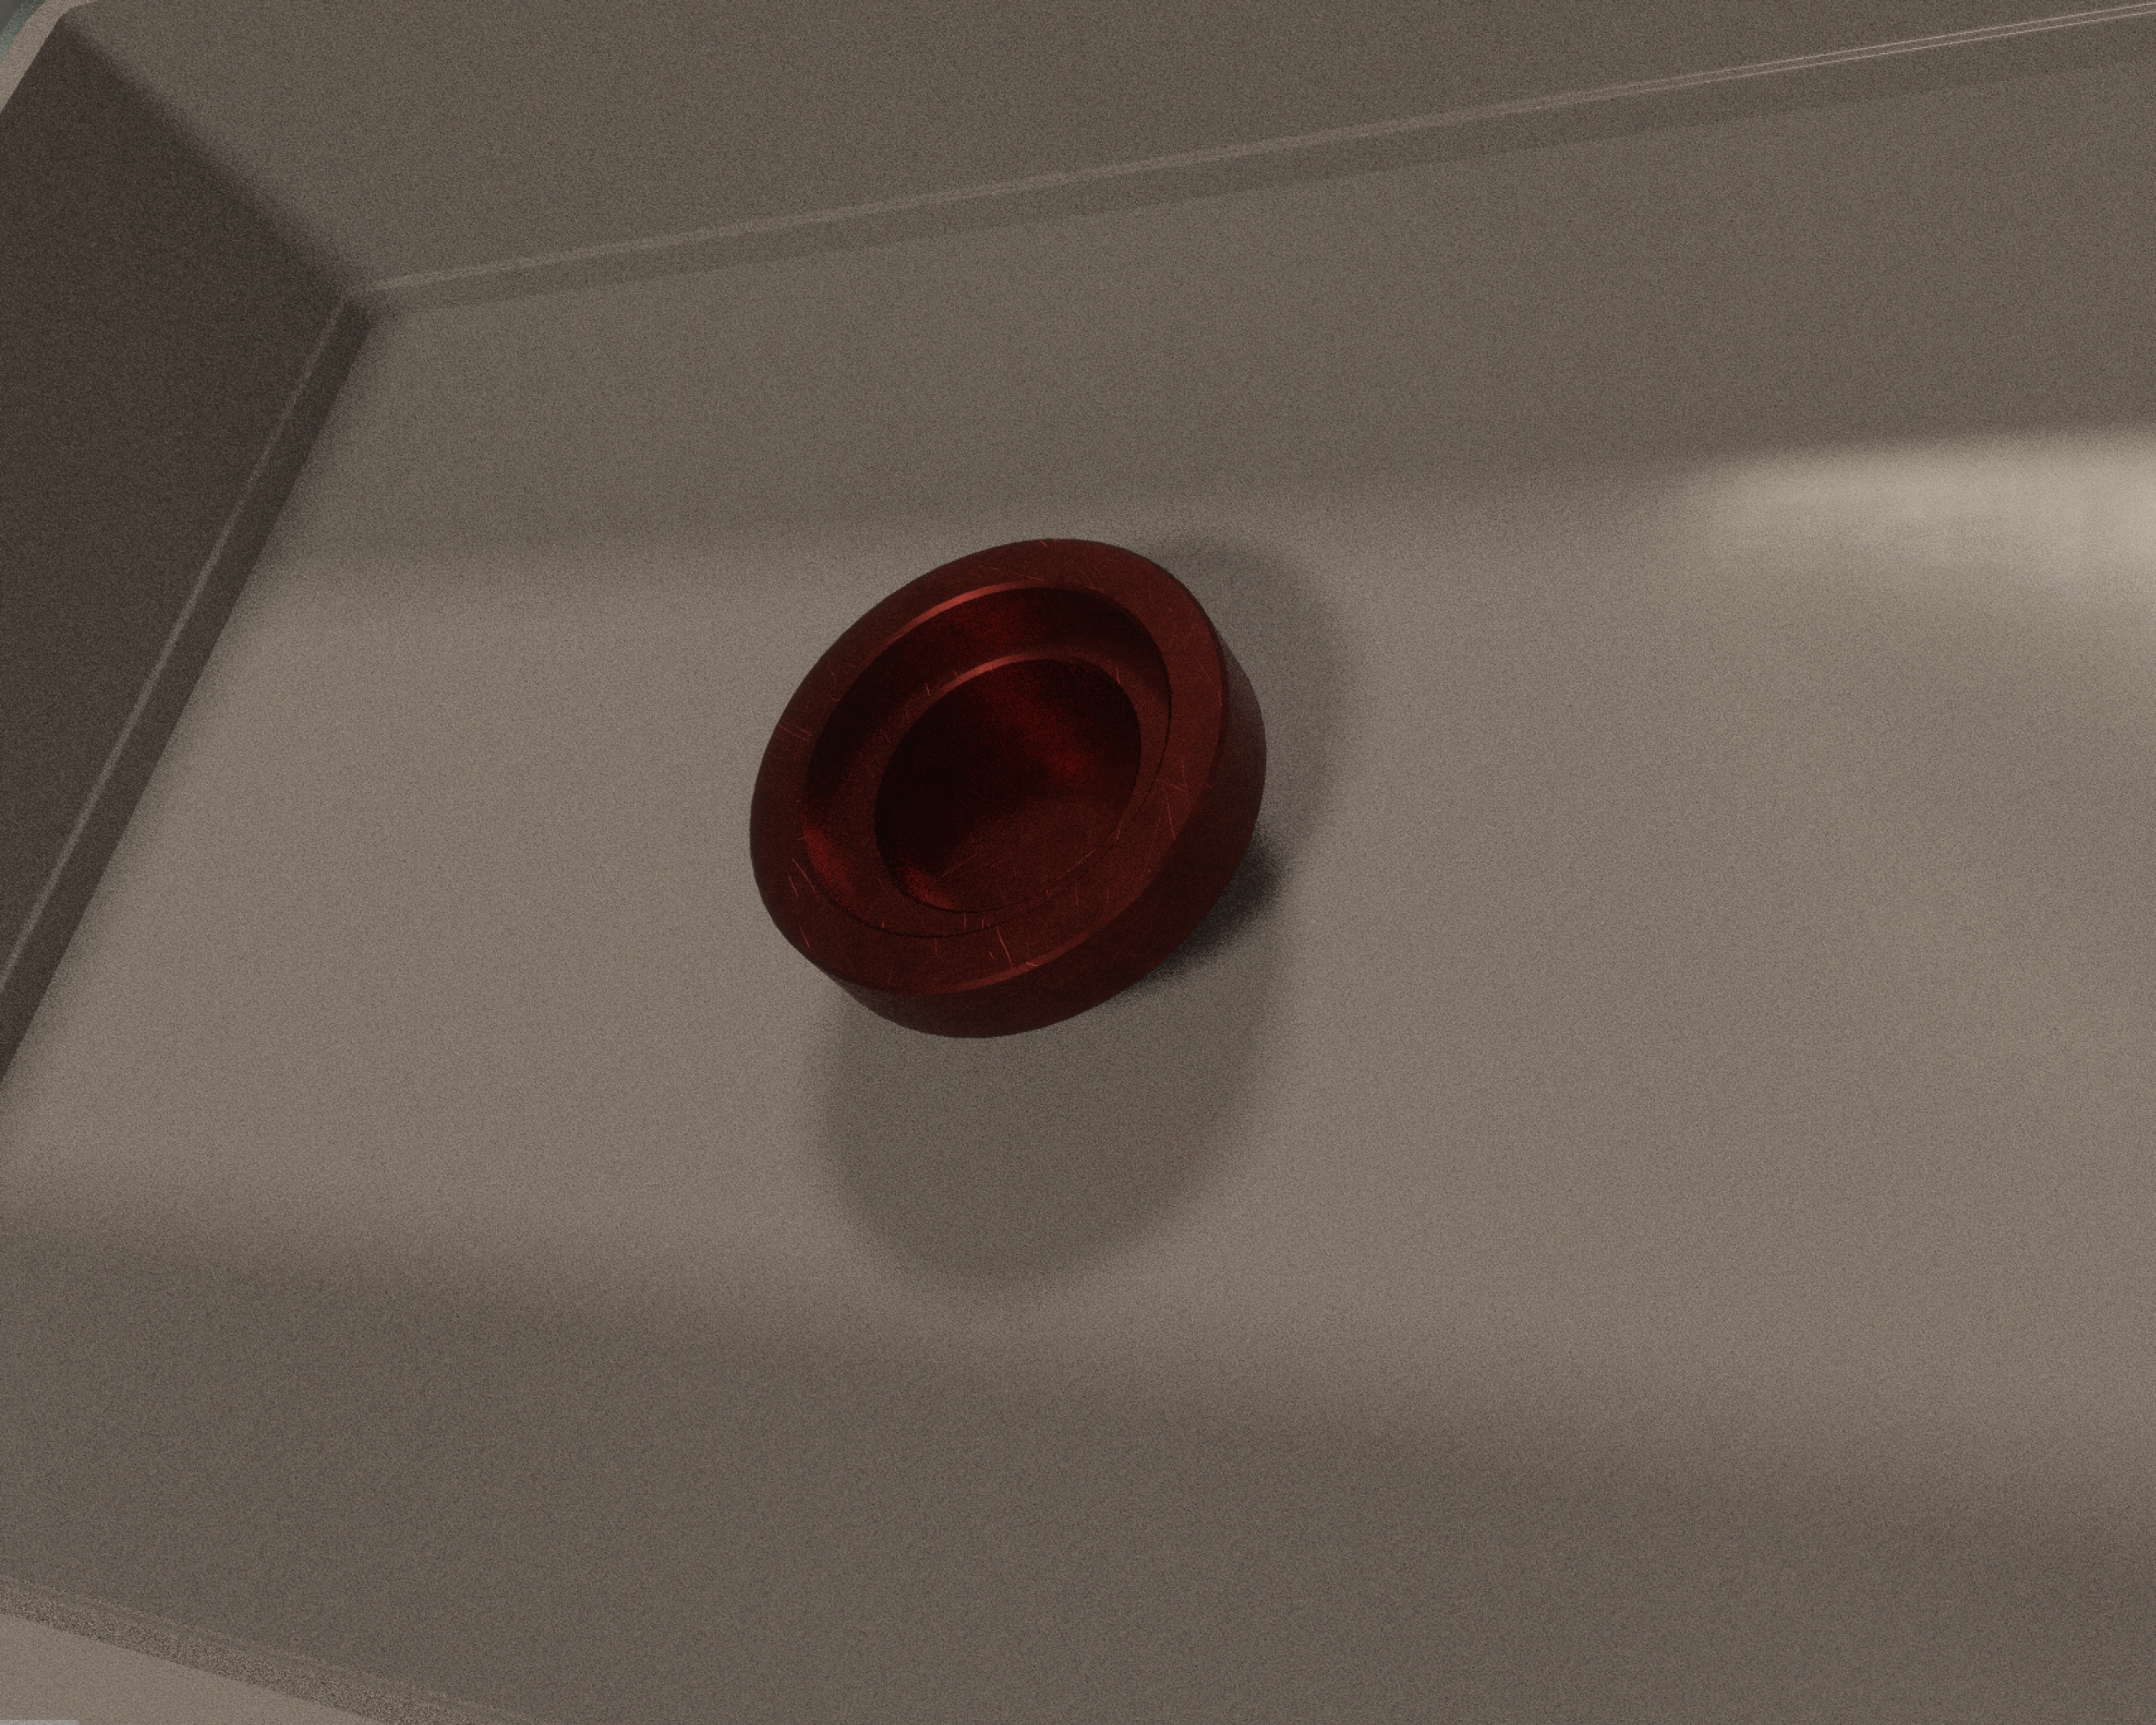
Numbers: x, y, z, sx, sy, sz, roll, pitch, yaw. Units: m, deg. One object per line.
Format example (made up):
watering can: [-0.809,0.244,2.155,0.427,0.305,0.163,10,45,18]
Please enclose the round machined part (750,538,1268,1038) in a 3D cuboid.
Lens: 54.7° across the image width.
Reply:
round machined part: [-0.010,-0.011,0.400,0.098,0.042,0.098,-13,56,20]
